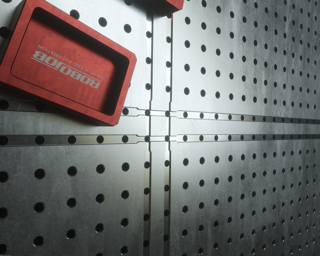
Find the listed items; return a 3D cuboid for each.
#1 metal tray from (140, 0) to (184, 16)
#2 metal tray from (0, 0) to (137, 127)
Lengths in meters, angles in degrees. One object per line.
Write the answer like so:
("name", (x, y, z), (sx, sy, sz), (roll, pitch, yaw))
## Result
("metal tray", (-0.020, -0.213, 0.388), (0.131, 0.030, 0.090), (18, 78, -38))
("metal tray", (-0.093, -0.063, 0.326), (0.131, 0.030, 0.090), (24, 75, -37))
